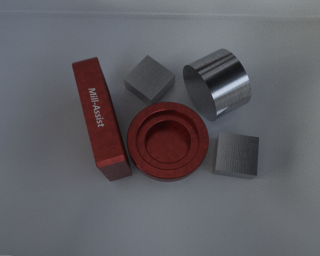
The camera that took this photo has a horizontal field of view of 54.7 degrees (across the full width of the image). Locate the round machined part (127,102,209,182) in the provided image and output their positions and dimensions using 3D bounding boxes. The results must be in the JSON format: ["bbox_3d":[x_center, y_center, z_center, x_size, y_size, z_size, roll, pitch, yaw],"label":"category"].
[{"bbox_3d":[0.009,0.020,0.390,0.099,0.042,0.098,0,70,-1],"label":"round machined part"}]

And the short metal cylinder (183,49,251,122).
[{"bbox_3d":[0.072,-0.055,0.400,0.050,0.080,0.080,-28,73,-10],"label":"short metal cylinder"}]

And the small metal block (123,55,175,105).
[{"bbox_3d":[-0.014,-0.065,0.431,0.050,0.025,0.050,38,75,14],"label":"small metal block"}]

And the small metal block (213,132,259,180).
[{"bbox_3d":[0.097,0.036,0.396,0.050,0.025,0.050,8,70,4],"label":"small metal block"}]

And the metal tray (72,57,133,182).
[{"bbox_3d":[-0.068,-0.008,0.375,0.030,0.090,0.130,-16,71,-6],"label":"metal tray"}]
